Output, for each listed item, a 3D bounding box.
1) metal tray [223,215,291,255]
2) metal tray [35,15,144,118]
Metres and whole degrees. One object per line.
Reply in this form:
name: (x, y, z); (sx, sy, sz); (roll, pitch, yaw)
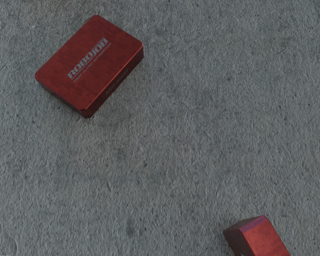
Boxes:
metal tray: (0.117, 0.158, 0.316); (0.030, 0.090, 0.130); (-26, 72, -9)
metal tray: (-0.096, -0.089, 0.437); (0.090, 0.030, 0.130); (35, 73, 11)
